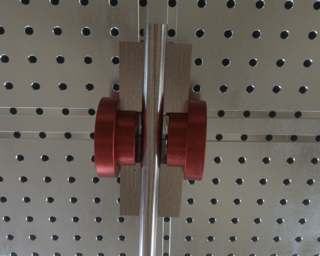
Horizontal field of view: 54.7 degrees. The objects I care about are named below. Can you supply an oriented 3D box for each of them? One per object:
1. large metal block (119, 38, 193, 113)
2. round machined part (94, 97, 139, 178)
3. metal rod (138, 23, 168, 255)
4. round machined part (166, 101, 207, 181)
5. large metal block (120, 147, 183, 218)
[{"bbox_3d":[-0.006,-0.065,0.376,0.081,0.050,0.079,2,110,-1],"label":"large metal block"},{"bbox_3d":[-0.049,0.011,0.377,0.042,0.098,0.097,2,110,-1],"label":"round machined part"},{"bbox_3d":[-0.011,0.032,0.371,0.025,0.025,0.298,2,110,-1],"label":"metal rod"},{"bbox_3d":[0.031,0.014,0.380,0.042,0.098,0.097,3,110,4],"label":"round machined part"},{"bbox_3d":[-0.012,0.073,0.426,0.081,0.050,0.079,3,110,-1],"label":"large metal block"}]
